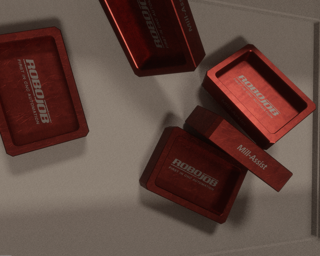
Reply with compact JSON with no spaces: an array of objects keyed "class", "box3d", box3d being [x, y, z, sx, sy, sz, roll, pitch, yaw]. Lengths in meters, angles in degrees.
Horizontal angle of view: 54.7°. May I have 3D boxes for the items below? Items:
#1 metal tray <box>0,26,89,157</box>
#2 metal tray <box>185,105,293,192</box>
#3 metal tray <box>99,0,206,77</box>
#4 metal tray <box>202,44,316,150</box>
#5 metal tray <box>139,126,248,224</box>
[{"class":"metal tray","box3d":[-0.144,-0.042,0.354,0.091,0.030,0.129,-17,96,-20]},{"class":"metal tray","box3d":[0.102,0.025,0.412,0.130,0.090,0.030,36,93,-17]},{"class":"metal tray","box3d":[-0.012,-0.123,0.348,0.030,0.090,0.130,-55,132,-38]},{"class":"metal tray","box3d":[0.134,-0.046,0.428,0.090,0.030,0.130,-35,74,-17]},{"class":"metal tray","box3d":[0.049,0.065,0.427,0.131,0.030,0.090,29,80,-18]}]
